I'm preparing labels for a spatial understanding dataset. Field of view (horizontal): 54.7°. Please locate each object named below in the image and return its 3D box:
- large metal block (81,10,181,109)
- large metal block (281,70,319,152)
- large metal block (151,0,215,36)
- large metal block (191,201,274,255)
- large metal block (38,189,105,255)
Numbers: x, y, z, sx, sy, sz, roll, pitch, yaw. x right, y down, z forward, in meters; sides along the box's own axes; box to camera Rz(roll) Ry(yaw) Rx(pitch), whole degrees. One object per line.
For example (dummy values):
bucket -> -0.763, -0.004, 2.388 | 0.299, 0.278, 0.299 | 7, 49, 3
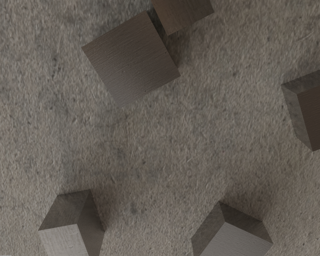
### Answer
large metal block -> -0.031, -0.082, 0.366 | 0.080, 0.050, 0.080 | -28, 108, 9
large metal block -> 0.211, -0.028, 0.389 | 0.080, 0.050, 0.080 | -22, 109, 7
large metal block -> 0.012, -0.148, 0.326 | 0.050, 0.080, 0.080 | -25, 109, 8
large metal block -> 0.104, 0.168, 0.460 | 0.080, 0.050, 0.080 | 27, 108, -10
large metal block -> -0.119, 0.145, 0.432 | 0.050, 0.080, 0.079 | -11, 110, 4
